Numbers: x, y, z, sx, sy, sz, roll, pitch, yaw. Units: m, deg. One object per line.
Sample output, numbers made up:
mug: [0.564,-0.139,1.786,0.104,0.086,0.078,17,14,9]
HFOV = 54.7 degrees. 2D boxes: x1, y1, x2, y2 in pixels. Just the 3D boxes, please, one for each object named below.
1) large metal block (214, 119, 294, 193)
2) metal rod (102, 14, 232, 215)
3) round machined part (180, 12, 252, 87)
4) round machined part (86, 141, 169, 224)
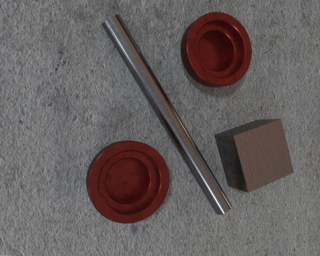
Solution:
large metal block: [0.135,0.037,0.446,0.081,0.050,0.080,-18,96,-19]
metal rod: [0.015,-0.010,0.414,0.025,0.025,0.299,-35,101,-17]
round machined part: [0.073,-0.104,0.427,0.099,0.042,0.097,0,90,-20]
round machined part: [-0.042,0.064,0.385,0.099,0.042,0.097,0,90,-20]
